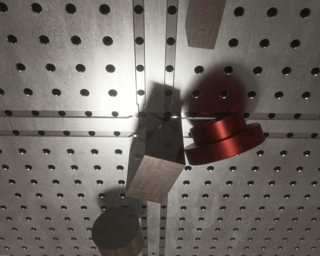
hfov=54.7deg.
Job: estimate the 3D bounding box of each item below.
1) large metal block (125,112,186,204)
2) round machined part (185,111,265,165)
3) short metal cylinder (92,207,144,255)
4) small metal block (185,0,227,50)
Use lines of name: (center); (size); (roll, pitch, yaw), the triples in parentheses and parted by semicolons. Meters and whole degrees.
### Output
large metal block: (-0.008, 0.040, 0.409); (0.050, 0.080, 0.079); (16, 128, -13)
round machined part: (0.076, 0.009, 0.386); (0.098, 0.098, 0.042); (-20, 91, 15)
short metal cylinder: (-0.071, 0.184, 0.532); (0.080, 0.080, 0.050); (-6, 130, 5)
small metal block: (0.043, -0.112, 0.301); (0.025, 0.050, 0.050); (5, 130, -5)
